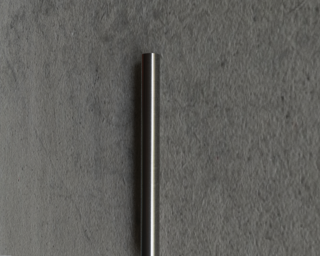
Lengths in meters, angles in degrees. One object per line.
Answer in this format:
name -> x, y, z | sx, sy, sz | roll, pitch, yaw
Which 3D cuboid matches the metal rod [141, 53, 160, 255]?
metal rod -> -0.013, 0.052, 0.413 | 0.025, 0.025, 0.298 | 0, 90, 39
